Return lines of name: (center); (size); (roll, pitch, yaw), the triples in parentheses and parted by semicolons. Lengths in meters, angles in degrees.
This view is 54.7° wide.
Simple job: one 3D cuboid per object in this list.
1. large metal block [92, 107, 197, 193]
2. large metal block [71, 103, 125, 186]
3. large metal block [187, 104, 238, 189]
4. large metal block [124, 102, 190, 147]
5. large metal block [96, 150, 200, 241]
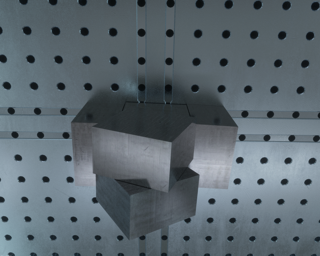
large metal block: (-0.013, 0.017, 0.322); (0.080, 0.080, 0.050); (11, 111, 20)
large metal block: (-0.074, 0.018, 0.390); (0.050, 0.080, 0.079); (2, 110, -1)
large metal block: (0.058, 0.020, 0.392); (0.050, 0.080, 0.079); (4, 110, -2)
large metal block: (-0.007, 0.013, 0.403); (0.081, 0.050, 0.079); (2, 110, -2)
large metal block: (-0.016, 0.065, 0.337); (0.081, 0.080, 0.050); (-10, 114, -32)
